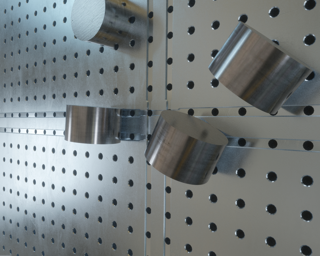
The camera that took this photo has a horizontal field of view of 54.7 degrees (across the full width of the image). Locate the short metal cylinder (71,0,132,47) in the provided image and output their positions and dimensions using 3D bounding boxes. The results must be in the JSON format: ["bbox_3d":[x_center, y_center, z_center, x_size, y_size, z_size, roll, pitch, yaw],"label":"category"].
[{"bbox_3d":[-0.089,-0.166,0.467,0.080,0.050,0.079,0,90,40],"label":"short metal cylinder"}]

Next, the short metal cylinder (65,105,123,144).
[{"bbox_3d":[-0.096,-0.006,0.453,0.080,0.081,0.050,7,95,40],"label":"short metal cylinder"}]

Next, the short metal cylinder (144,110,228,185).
[{"bbox_3d":[0.029,0.020,0.350,0.080,0.081,0.050,36,112,34],"label":"short metal cylinder"}]

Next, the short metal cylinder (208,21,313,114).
[{"bbox_3d":[0.094,-0.058,0.296,0.080,0.081,0.050,49,119,29],"label":"short metal cylinder"}]
